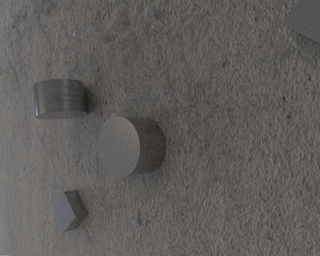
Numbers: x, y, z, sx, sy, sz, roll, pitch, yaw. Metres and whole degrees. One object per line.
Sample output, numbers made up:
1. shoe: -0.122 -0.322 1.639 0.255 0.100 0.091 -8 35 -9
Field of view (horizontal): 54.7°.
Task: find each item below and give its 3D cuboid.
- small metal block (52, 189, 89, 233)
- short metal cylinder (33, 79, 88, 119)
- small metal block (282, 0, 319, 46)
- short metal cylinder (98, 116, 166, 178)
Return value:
1. small metal block: -0.155 0.143 0.533 0.050 0.025 0.050 -50 61 28
2. short metal cylinder: -0.161 -0.045 0.502 0.080 0.081 0.050 -11 83 39
3. small metal block: 0.151 -0.103 0.281 0.050 0.025 0.050 44 116 31
4. short metal cylinder: -0.039 0.025 0.421 0.080 0.050 0.080 0 90 40
